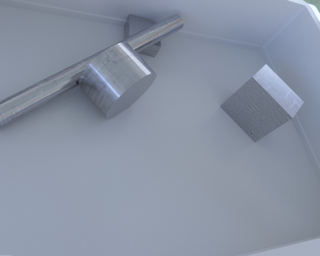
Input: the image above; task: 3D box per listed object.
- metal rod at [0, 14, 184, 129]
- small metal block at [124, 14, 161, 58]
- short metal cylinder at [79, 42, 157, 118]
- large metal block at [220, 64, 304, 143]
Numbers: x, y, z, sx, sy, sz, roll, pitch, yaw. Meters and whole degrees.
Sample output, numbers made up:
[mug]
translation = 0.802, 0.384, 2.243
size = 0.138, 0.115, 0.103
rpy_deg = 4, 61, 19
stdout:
[metal rod]
translation = -0.073, -0.087, 0.399
size = 0.302, 0.025, 0.025
rpy_deg = -38, 84, -33
[small metal block]
translation = -0.028, -0.142, 0.479
size = 0.050, 0.025, 0.050
rpy_deg = 10, 57, -23
[short metal cylinder]
translation = -0.051, -0.057, 0.379
size = 0.050, 0.080, 0.080
rpy_deg = 48, 51, 5
[large metal block]
translation = 0.155, -0.037, 0.479
size = 0.080, 0.080, 0.050
rpy_deg = 47, 51, 4
